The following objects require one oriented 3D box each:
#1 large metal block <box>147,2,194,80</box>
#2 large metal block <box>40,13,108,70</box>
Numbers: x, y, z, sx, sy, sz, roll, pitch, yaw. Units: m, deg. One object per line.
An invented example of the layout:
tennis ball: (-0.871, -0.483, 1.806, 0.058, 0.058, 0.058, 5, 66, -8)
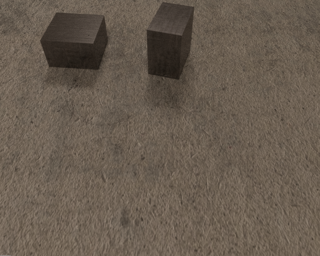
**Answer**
large metal block: (0.017, -0.135, 0.481, 0.050, 0.080, 0.080, 13, 51, 10)
large metal block: (-0.135, -0.142, 0.505, 0.080, 0.050, 0.080, 4, 50, 3)
